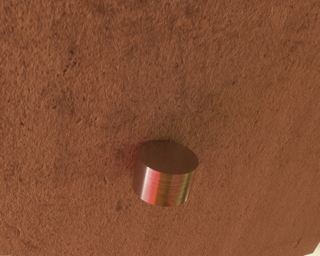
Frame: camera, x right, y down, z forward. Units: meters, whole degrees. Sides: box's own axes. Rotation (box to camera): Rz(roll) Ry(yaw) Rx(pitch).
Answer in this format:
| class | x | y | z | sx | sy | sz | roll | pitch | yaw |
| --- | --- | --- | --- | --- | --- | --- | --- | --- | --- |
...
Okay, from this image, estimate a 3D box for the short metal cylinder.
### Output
| class | x | y | z | sx | sy | sz | roll | pitch | yaw |
| --- | --- | --- | --- | --- | --- | --- | --- | --- | --- |
| short metal cylinder | 0.006 | 0.058 | 0.409 | 0.081 | 0.080 | 0.050 | -4 | 120 | -27 |
